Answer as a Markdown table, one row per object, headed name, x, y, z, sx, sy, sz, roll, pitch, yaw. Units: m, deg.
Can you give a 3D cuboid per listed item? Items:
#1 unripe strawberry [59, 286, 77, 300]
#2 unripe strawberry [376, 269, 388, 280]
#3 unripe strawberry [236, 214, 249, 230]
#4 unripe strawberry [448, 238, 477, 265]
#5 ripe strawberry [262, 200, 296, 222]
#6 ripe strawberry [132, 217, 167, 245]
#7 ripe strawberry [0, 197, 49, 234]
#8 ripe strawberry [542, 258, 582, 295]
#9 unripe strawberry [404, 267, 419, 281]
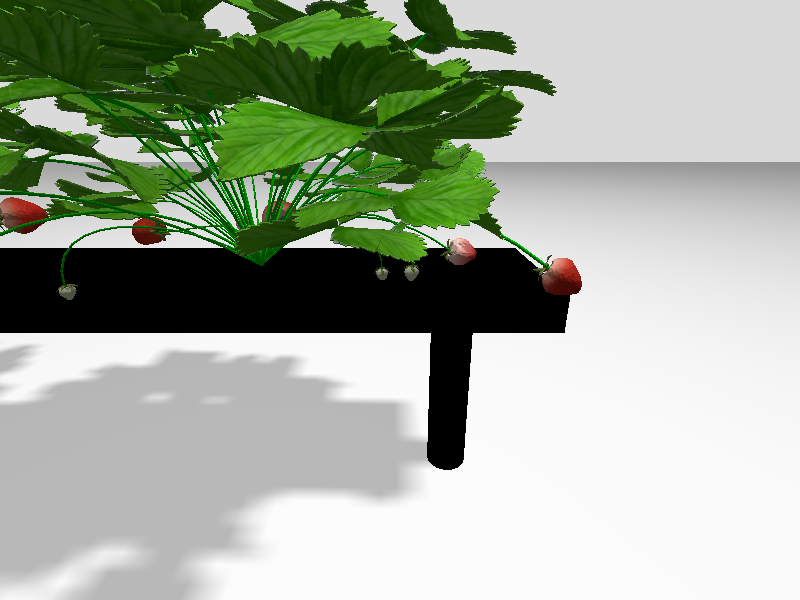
| name | x | y | z | sx | sy | sz | roll | pitch | yaw |
| --- | --- | --- | --- | --- | --- | --- | --- | --- | --- |
| unripe strawberry | -0.229 | -0.005 | 0.276 | 0.010 | 0.010 | 0.011 | -17 | 27 | -38 |
| unripe strawberry | -0.014 | -0.020 | 0.316 | 0.010 | 0.010 | 0.009 | 9 | 22 | 21 |
| unripe strawberry | -0.195 | -0.097 | 0.502 | 0.020 | 0.022 | 0.021 | -9 | 5 | -23 |
| unripe strawberry | 0.055 | -0.042 | 0.355 | 0.025 | 0.024 | 0.027 | 6 | 21 | -2 |
| ripe strawberry | -0.142 | -0.098 | 0.481 | 0.042 | 0.045 | 0.045 | -3 | 20 | -7 |
| ripe strawberry | -0.273 | -0.075 | 0.434 | 0.034 | 0.029 | 0.034 | 11 | 23 | 27 |
| ripe strawberry | -0.470 | -0.106 | 0.502 | 0.042 | 0.044 | 0.046 | 13 | 24 | 31 |
| ripe strawberry | 0.117 | -0.015 | 0.285 | 0.028 | 0.027 | 0.026 | 32 | 27 | 5 |
| unripe strawberry | 0.009 | -0.020 | 0.312 | 0.011 | 0.012 | 0.011 | 8 | 22 | 19 |
